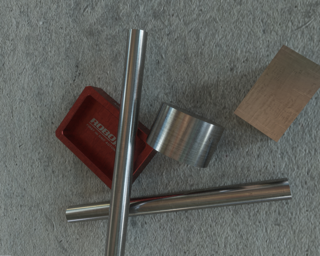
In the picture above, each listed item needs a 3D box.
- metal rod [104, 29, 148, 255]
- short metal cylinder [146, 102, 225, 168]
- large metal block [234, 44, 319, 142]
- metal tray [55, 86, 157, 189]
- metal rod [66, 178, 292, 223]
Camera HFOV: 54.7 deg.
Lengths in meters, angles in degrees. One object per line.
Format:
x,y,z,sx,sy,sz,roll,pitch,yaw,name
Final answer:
-0.044,0.029,0.390,0.025,0.025,0.298,7,92,19,metal rod
0.030,0.007,0.369,0.080,0.080,0.050,25,98,18,short metal cylinder
0.129,-0.033,0.334,0.050,0.080,0.080,37,102,16,large metal block
-0.073,0.014,0.430,0.130,0.030,0.090,40,102,15,metal tray
0.010,0.098,0.404,0.301,0.025,0.025,-12,86,19,metal rod
